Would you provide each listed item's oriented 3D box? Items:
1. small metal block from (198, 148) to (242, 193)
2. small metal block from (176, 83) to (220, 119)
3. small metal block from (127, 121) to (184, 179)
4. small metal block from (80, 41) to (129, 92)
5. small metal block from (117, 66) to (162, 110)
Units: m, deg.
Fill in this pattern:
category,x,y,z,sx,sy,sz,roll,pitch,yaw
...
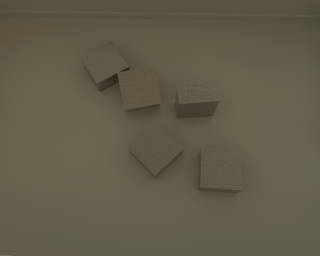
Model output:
category,x,y,z,sx,sy,sz,roll,pitch,yaw
small metal block,0.075,0.054,0.391,0.050,0.025,0.050,4,70,1
small metal block,0.047,-0.035,0.410,0.050,0.050,0.025,-5,70,-2
small metal block,-0.005,0.029,0.399,0.050,0.025,0.050,-42,76,-14
small metal block,-0.077,-0.088,0.441,0.050,0.025,0.050,-30,73,-11
small metal block,-0.028,-0.054,0.419,0.050,0.025,0.050,-11,96,-5
